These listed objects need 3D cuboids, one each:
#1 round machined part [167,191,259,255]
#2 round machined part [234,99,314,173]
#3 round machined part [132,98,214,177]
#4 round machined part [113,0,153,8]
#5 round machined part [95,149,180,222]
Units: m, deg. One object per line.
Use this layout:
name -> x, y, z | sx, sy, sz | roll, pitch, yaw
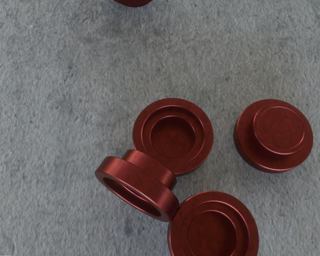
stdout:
round machined part -> 0.057, 0.122, 0.351 | 0.099, 0.042, 0.098 | 2, 73, -7
round machined part -> 0.149, 0.006, 0.399 | 0.099, 0.042, 0.098 | 0, 70, -1
round machined part -> 0.016, 0.015, 0.394 | 0.099, 0.042, 0.098 | 0, 70, -1
round machined part -> -0.041, -0.229, 0.482 | 0.099, 0.042, 0.098 | 0, 70, -1
round machined part -> -0.020, 0.061, 0.348 | 0.098, 0.098, 0.042 | 30, 66, 10
